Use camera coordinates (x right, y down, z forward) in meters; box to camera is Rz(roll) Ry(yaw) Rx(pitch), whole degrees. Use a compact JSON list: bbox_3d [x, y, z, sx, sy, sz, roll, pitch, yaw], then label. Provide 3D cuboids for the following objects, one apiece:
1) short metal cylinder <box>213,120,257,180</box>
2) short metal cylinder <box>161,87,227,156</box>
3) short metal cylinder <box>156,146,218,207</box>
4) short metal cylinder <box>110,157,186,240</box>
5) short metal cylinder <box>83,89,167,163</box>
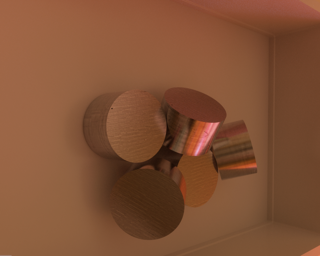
[{"bbox_3d":[0.106,0.032,0.453,0.080,0.050,0.080,-15,91,-81],"label":"short metal cylinder"},{"bbox_3d":[0.036,-0.010,0.392,0.081,0.080,0.050,-11,133,-40],"label":"short metal cylinder"},{"bbox_3d":[0.033,0.062,0.418,0.081,0.050,0.079,0,90,-40],"label":"short metal cylinder"},{"bbox_3d":[-0.011,0.078,0.353,0.050,0.080,0.079,-51,133,-79],"label":"short metal cylinder"},{"bbox_3d":[-0.039,-0.002,0.356,0.081,0.050,0.079,0,90,-40],"label":"short metal cylinder"}]
